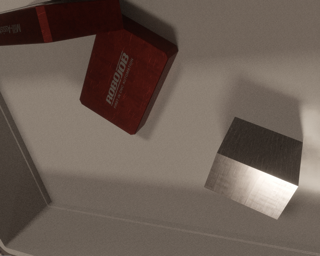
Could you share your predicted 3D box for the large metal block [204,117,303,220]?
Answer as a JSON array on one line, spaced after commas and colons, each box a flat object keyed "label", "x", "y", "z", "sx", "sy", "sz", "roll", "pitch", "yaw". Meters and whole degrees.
[{"label": "large metal block", "x": 0.105, "y": 0.040, "z": 0.342, "sx": 0.080, "sy": 0.080, "sz": 0.050, "roll": 23, "pitch": 127, "yaw": 14}]

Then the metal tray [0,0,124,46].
[{"label": "metal tray", "x": -0.114, "y": -0.110, "z": 0.326, "sx": 0.130, "sy": 0.091, "sz": 0.030, "roll": 12, "pitch": 118, "yaw": 41}]

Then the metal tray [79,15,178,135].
[{"label": "metal tray", "x": -0.044, "y": -0.064, "z": 0.388, "sx": 0.090, "sy": 0.030, "sz": 0.129, "roll": 32, "pitch": 128, "yaw": 7}]
